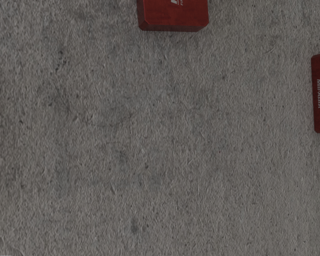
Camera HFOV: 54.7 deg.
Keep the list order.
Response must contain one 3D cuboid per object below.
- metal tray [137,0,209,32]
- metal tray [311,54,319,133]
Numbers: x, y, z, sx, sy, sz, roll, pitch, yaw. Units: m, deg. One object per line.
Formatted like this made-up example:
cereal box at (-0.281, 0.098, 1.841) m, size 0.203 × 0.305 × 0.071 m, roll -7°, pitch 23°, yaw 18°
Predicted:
metal tray at (0.014, -0.197, 0.411) m, size 0.091 × 0.030 × 0.129 m, roll -5°, pitch 92°, yaw -20°
metal tray at (0.301, -0.059, 0.517) m, size 0.091 × 0.030 × 0.129 m, roll -4°, pitch 92°, yaw -20°
